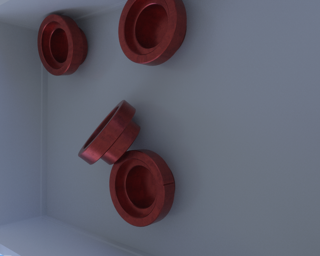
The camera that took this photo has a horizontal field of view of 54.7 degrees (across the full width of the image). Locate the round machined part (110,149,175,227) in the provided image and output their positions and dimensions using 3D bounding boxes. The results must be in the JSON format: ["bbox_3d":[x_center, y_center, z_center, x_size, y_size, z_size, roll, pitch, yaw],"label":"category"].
[{"bbox_3d":[-0.019,0.077,0.412,0.098,0.042,0.097,0,90,40],"label":"round machined part"}]

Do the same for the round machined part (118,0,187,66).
[{"bbox_3d":[-0.005,-0.129,0.400,0.098,0.042,0.097,0,90,40],"label":"round machined part"}]

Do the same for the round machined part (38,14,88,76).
[{"bbox_3d":[-0.160,-0.138,0.521,0.098,0.042,0.097,10,106,37],"label":"round machined part"}]

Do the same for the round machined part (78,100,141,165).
[{"bbox_3d":[-0.064,0.012,0.426,0.042,0.098,0.098,40,123,-13],"label":"round machined part"}]
